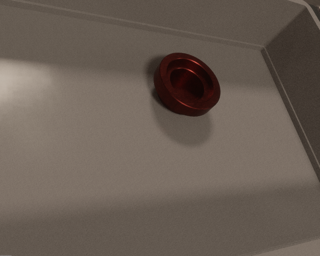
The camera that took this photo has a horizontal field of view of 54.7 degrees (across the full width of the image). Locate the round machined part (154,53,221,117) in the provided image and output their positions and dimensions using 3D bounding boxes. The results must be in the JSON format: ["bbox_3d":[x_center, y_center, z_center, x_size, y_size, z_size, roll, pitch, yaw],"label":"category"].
[{"bbox_3d":[0.035,-0.058,0.451,0.099,0.042,0.098,14,56,-21],"label":"round machined part"}]
